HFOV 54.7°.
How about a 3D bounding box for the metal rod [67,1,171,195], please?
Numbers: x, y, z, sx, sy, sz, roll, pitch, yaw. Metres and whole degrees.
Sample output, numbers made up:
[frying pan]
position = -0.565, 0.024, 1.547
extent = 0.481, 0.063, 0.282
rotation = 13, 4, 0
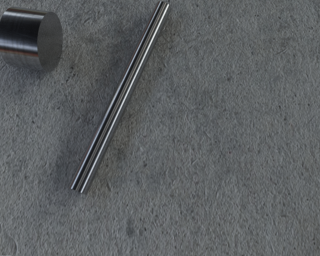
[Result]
[metal rod]
position = -0.048, -0.054, 0.427
extent = 0.025, 0.025, 0.300
rotation = 20, 71, 7

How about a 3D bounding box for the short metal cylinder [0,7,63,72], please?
[short metal cylinder]
position = -0.173, -0.120, 0.421
extent = 0.050, 0.080, 0.080
rotation = 9, 70, 3
